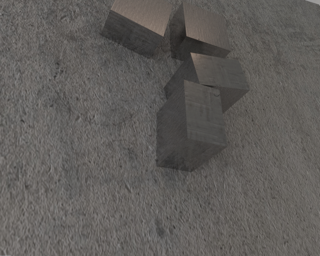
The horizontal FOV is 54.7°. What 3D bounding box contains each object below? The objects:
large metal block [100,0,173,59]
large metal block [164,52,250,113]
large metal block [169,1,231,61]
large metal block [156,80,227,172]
[{"bbox_3d":[-0.034,-0.164,0.470,0.080,0.050,0.080,24,53,-14],"label":"large metal block"},{"bbox_3d":[0.063,-0.055,0.436,0.081,0.080,0.050,2,61,-27],"label":"large metal block"},{"bbox_3d":[0.064,-0.152,0.515,0.081,0.050,0.080,11,57,-22],"label":"large metal block"},{"bbox_3d":[0.035,0.000,0.387,0.050,0.080,0.080,13,57,-21],"label":"large metal block"}]
